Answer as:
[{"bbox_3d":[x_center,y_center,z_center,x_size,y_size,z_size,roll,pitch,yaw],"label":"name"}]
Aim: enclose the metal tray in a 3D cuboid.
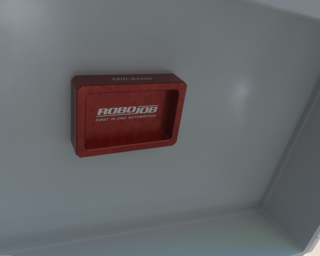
[{"bbox_3d":[-0.037,-0.017,0.373,0.131,0.030,0.089,-6,121,-26],"label":"metal tray"}]
